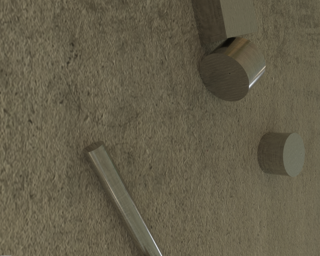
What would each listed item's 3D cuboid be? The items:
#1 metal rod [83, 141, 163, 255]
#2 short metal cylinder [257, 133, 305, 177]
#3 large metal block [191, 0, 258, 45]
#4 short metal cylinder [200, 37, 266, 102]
[{"bbox_3d":[-0.016,0.150,0.391,0.025,0.025,0.299,-37,113,-34],"label":"metal rod"},{"bbox_3d":[0.227,0.048,0.578,0.081,0.050,0.080,0,90,-40],"label":"short metal cylinder"},{"bbox_3d":[0.098,-0.176,0.470,0.081,0.050,0.080,-23,105,-38],"label":"large metal block"},{"bbox_3d":[0.106,-0.086,0.458,0.050,0.080,0.080,-45,117,-31],"label":"short metal cylinder"}]
